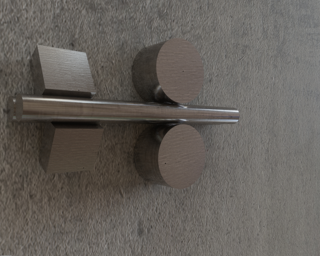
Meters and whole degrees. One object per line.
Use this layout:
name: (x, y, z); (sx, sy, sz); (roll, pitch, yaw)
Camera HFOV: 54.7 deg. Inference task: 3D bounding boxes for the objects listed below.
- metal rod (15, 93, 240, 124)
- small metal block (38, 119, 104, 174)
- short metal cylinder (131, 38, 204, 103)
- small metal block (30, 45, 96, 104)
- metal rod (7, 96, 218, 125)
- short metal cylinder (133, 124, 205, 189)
metal rod: (-0.007, -0.018, 0.368); (0.302, 0.025, 0.025); (0, 90, -40)
small metal block: (-0.091, 0.017, 0.317); (0.050, 0.025, 0.050); (1, 116, -41)
short metal cylinder: (0.011, -0.070, 0.398); (0.081, 0.050, 0.079); (0, 90, -40)
small metal block: (-0.098, -0.052, 0.312); (0.050, 0.025, 0.050); (0, 63, -40)
metal rod: (-0.024, -0.017, 0.386); (0.302, 0.025, 0.025); (0, 90, -40)
short metal cylinder: (0.013, 0.035, 0.400); (0.081, 0.050, 0.079); (0, 90, -40)
